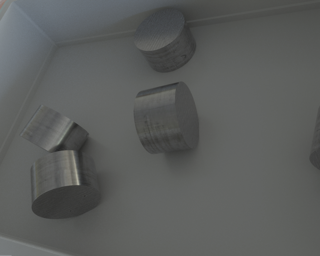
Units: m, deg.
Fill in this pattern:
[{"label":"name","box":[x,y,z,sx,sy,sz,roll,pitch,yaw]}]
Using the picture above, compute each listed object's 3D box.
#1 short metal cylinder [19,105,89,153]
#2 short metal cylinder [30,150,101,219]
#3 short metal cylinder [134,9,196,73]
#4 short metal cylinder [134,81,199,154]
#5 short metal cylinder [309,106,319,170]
[{"label":"short metal cylinder","box":[-0.150,0.010,0.443,0.080,0.080,0.050,19,72,35]},{"label":"short metal cylinder","box":[-0.118,0.072,0.389,0.080,0.080,0.050,-29,52,10]},{"label":"short metal cylinder","box":[0.008,-0.131,0.466,0.080,0.050,0.080,-13,56,21]},{"label":"short metal cylinder","box":[0.010,-0.011,0.372,0.050,0.080,0.080,-10,57,23]},{"label":"short metal cylinder","box":[0.178,0.011,0.270,0.080,0.080,0.050,8,66,31]}]
